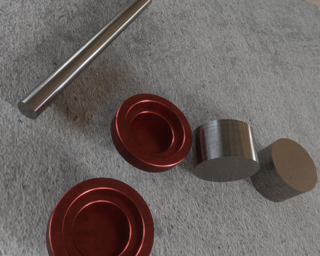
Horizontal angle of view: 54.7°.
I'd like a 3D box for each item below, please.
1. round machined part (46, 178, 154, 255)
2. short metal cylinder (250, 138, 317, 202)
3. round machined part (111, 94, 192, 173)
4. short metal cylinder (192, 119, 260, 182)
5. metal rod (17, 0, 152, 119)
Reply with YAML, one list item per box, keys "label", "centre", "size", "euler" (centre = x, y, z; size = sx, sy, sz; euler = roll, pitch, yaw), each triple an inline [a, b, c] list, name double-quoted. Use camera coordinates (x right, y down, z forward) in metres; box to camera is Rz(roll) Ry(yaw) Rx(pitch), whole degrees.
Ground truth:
- label: "round machined part"
  centre: [-0.059, 0.101, 0.300]
  size: [0.099, 0.042, 0.098]
  euler: [14, 56, -21]
- label: "short metal cylinder"
  centre: [0.176, 0.061, 0.448]
  size: [0.081, 0.050, 0.080]
  euler: [14, 56, -21]
- label: "round machined part"
  centre: [-0.013, 0.010, 0.381]
  size: [0.099, 0.042, 0.098]
  euler: [14, 56, -21]
- label: "short metal cylinder"
  centre: [0.082, 0.031, 0.396]
  size: [0.081, 0.080, 0.050]
  euler: [13, 56, -21]
- label: "metal rod"
  centre: [-0.085, -0.120, 0.432]
  size: [0.025, 0.025, 0.301]
  euler: [35, 51, -6]
